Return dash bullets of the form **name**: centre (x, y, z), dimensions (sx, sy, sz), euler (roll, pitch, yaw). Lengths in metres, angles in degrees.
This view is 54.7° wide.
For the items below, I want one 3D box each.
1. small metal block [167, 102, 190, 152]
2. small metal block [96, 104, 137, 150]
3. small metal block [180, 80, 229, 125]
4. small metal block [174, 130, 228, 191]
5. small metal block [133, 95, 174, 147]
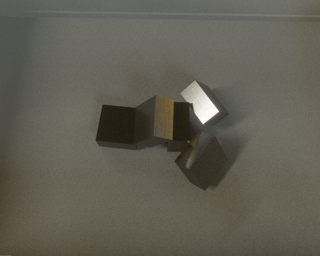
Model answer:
- **small metal block**: centre (0.023, 0.000, 0.395), dimensions (0.025, 0.050, 0.050), euler (1, 70, 0)
- **small metal block**: centre (-0.053, -0.001, 0.406), dimensions (0.050, 0.025, 0.050), euler (6, 70, 2)
- **small metal block**: centre (0.059, -0.032, 0.404), dimensions (0.025, 0.050, 0.050), euler (-40, 73, 20)
- **small metal block**: centre (0.052, 0.040, 0.378), dimensions (0.025, 0.050, 0.050), euler (23, 67, 45)
- **small metal block**: centre (-0.008, -0.007, 0.378), dimensions (0.025, 0.050, 0.050), euler (13, 70, -29)
